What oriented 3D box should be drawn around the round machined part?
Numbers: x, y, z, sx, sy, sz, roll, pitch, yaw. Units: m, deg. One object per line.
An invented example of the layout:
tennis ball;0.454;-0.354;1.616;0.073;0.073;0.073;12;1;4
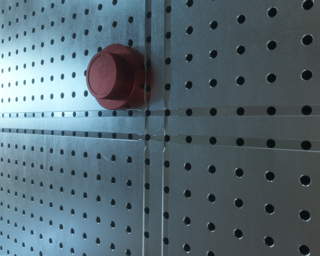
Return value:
round machined part;-0.071;-0.075;0.454;0.098;0.042;0.097;0;90;39
